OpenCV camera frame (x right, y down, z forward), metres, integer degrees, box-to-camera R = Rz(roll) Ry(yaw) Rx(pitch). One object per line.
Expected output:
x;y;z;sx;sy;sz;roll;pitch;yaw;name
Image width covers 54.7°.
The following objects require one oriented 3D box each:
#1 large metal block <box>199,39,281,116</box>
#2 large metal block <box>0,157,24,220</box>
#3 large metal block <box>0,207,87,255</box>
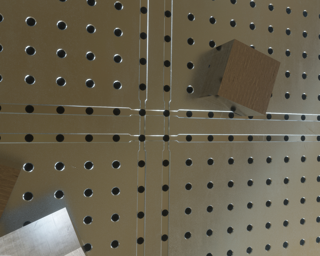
0.114;-0.068;0.443;0.080;0.050;0.080;20;83;-19;large metal block
-0.201;0.066;0.325;0.080;0.050;0.080;23;82;-19;large metal block
-0.123;0.143;0.333;0.081;0.050;0.080;-23;140;-19;large metal block
